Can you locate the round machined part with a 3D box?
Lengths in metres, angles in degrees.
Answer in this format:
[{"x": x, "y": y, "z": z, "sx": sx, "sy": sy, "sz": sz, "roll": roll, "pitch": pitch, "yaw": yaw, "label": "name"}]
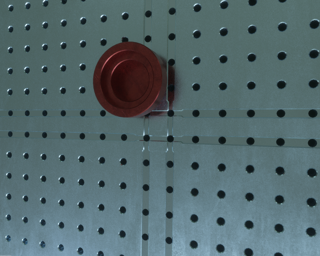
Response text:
[{"x": -0.036, "y": -0.062, "z": 0.417, "sx": 0.098, "sy": 0.042, "sz": 0.097, "roll": 0, "pitch": 90, "yaw": 20, "label": "round machined part"}]
